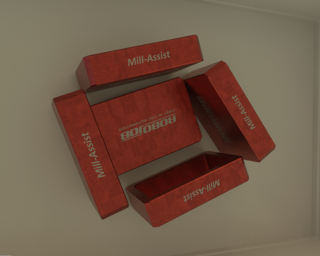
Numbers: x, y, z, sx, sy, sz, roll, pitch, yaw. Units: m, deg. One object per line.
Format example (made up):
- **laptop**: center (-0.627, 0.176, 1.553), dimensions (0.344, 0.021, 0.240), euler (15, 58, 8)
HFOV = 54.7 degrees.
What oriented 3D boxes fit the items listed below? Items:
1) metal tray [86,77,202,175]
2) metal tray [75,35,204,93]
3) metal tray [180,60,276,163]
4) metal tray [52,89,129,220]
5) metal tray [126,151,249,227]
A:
- **metal tray**: center (-0.019, -0.004, 0.399), dimensions (0.131, 0.030, 0.090), euler (-21, 97, -19)
- **metal tray**: center (-0.027, -0.073, 0.364), dimensions (0.131, 0.090, 0.030), euler (-17, 96, -20)
- **metal tray**: center (0.083, -0.019, 0.407), dimensions (0.030, 0.090, 0.130), euler (-38, 103, -15)
- **metal tray**: center (-0.081, 0.027, 0.344), dimensions (0.030, 0.090, 0.129), euler (-23, 98, -19)
- **metal tray**: center (0.031, 0.069, 0.387), dimensions (0.131, 0.090, 0.030), euler (-22, 98, -19)
